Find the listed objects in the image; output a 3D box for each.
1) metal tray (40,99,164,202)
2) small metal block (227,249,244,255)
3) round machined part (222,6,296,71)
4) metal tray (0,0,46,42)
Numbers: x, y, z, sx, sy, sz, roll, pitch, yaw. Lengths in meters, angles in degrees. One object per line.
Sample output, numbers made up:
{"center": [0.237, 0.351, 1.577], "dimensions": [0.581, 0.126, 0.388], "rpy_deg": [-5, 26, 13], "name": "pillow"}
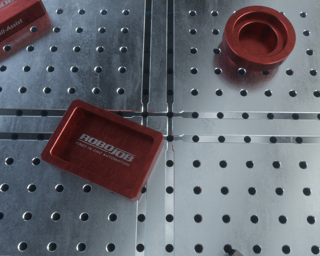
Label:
{"center": [-0.071, 0.027, 0.398], "dimensions": [0.130, 0.030, 0.090], "rpy_deg": [22, 71, 8], "name": "metal tray"}
{"center": [0.088, 0.174, 0.348], "dimensions": [0.050, 0.025, 0.050], "rpy_deg": [41, 75, 13], "name": "small metal block"}
{"center": [0.139, -0.124, 0.449], "dimensions": [0.099, 0.042, 0.098], "rpy_deg": [0, 70, 0], "name": "round machined part"}
{"center": [-0.256, -0.180, 0.472], "dimensions": [0.130, 0.030, 0.090], "rpy_deg": [-39, 75, -13], "name": "metal tray"}
